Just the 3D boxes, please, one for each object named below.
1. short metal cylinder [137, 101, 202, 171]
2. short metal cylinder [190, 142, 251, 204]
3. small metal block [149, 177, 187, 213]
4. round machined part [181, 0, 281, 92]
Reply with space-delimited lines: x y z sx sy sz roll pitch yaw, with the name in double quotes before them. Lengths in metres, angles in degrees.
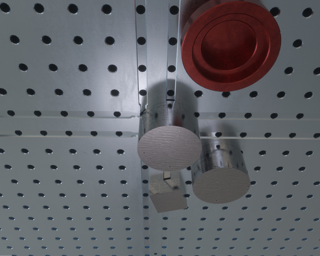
"short metal cylinder" 0.012 0.011 0.405 0.081 0.050 0.079 0 130 0
"short metal cylinder" 0.086 0.066 0.452 0.081 0.050 0.079 0 130 0
"small metal block" 0.014 0.111 0.506 0.050 0.025 0.050 -12 129 10
"round machined part" 0.071 -0.090 0.324 0.099 0.042 0.097 0 130 0
